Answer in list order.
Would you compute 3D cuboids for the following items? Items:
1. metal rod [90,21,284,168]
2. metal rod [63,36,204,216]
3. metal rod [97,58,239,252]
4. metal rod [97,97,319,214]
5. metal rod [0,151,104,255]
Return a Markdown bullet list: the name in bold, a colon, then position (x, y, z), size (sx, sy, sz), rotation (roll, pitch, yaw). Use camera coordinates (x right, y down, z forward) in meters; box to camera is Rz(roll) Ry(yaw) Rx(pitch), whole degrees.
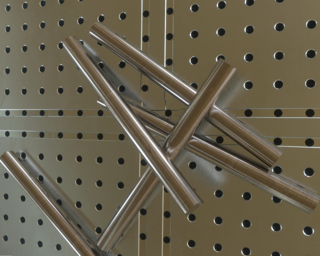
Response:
- **metal rod**: position (0.023, -0.052, 0.403), size (0.300, 0.025, 0.025), rotation (38, 102, 15)
- **metal rod**: position (-0.048, -0.020, 0.394), size (0.025, 0.025, 0.300), rotation (-45, 64, 14)
- **metal rod**: position (-0.001, 0.047, 0.390), size (0.025, 0.025, 0.298), rotation (39, 110, 15)
- **metal rod**: position (0.047, 0.021, 0.395), size (0.301, 0.025, 0.025), rotation (27, 99, 17)
- **metal rod**: position (-0.140, 0.145, 0.460), size (0.300, 0.025, 0.025), rotation (43, 103, 14)
